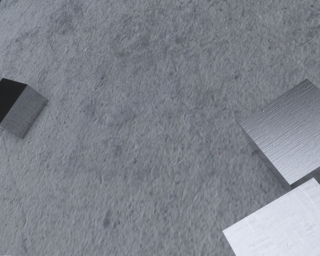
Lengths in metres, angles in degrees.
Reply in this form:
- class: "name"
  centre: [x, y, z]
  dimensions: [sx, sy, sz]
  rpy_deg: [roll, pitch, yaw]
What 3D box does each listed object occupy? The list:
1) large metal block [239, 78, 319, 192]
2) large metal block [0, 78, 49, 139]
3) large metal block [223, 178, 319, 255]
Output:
- class: "large metal block"
  centre: [0.140, 0.011, 0.307]
  dimensions: [0.080, 0.050, 0.080]
  rpy_deg: [-34, 52, 5]
- class: "large metal block"
  centre: [-0.258, -0.036, 0.542]
  dimensions: [0.080, 0.050, 0.080]
  rpy_deg: [16, 70, 34]
- class: "large metal block"
  centre: [0.108, 0.095, 0.253]
  dimensions: [0.080, 0.080, 0.050]
  rpy_deg: [-33, 52, 6]
